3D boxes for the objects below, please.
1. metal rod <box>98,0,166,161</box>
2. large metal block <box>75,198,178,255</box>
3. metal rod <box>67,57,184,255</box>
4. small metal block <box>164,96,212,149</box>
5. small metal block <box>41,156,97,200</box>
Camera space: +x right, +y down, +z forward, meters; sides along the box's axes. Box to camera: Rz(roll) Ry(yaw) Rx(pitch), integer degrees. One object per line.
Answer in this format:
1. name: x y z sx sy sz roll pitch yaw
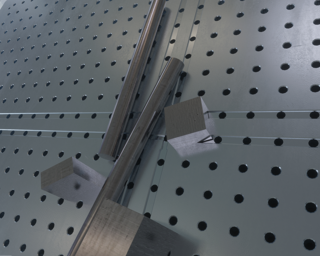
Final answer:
1. metal rod: -0.037 -0.092 0.484 0.025 0.025 0.300 1 62 28
2. large metal block: -0.034 0.127 0.313 0.050 0.080 0.080 14 69 34
3. metal rod: -0.038 0.033 0.408 0.025 0.025 0.300 14 69 34
4. small metal block: 0.035 -0.007 0.394 0.050 0.025 0.050 -17 55 18
5. small metal block: -0.121 0.069 0.414 0.050 0.050 0.025 -27 53 11
